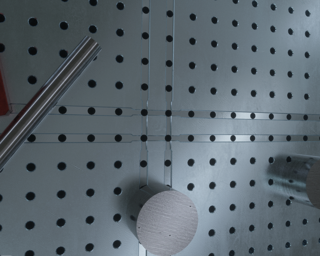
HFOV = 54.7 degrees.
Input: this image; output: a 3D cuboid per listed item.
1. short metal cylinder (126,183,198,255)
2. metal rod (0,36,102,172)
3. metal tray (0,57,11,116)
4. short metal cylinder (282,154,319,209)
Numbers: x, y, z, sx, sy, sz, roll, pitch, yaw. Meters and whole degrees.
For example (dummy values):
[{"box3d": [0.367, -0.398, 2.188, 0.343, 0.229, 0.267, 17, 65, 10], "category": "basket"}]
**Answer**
[{"box3d": [0.002, 0.116, 0.400, 0.081, 0.050, 0.080, 0, 90, -20], "category": "short metal cylinder"}, {"box3d": [-0.169, 0.014, 0.350, 0.025, 0.025, 0.300, 40, 77, -16], "category": "metal rod"}, {"box3d": [-0.235, -0.046, 0.322, 0.131, 0.030, 0.089, -12, 94, -20], "category": "metal tray"}, {"box3d": [0.242, 0.084, 0.488, 0.081, 0.050, 0.080, 0, 90, -20], "category": "short metal cylinder"}]
